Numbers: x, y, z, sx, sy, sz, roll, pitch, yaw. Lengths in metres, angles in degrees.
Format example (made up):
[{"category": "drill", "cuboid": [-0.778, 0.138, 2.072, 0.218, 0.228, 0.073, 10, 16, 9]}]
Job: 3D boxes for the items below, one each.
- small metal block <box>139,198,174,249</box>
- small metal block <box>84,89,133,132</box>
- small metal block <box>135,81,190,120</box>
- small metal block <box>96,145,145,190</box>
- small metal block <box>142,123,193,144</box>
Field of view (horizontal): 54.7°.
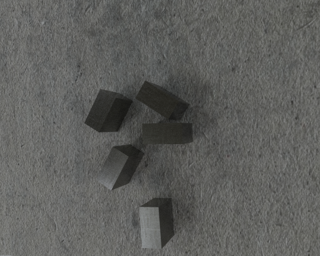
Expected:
[{"category": "small metal block", "cuboid": [-0.003, 0.120, 0.397, 0.025, 0.050, 0.050, -5, 89, 20]}, {"category": "small metal block", "cuboid": [-0.069, -0.022, 0.420, 0.025, 0.050, 0.050, 30, 100, 17]}, {"category": "small metal block", "cuboid": [0.004, -0.034, 0.394, 0.050, 0.050, 0.025, 33, 101, 17]}, {"category": "small metal block", "cuboid": [-0.052, 0.051, 0.414, 0.025, 0.050, 0.050, 31, 100, 17]}, {"category": "small metal block", "cuboid": [0.011, 0.007, 0.392, 0.050, 0.050, 0.025, -1, 90, 20]}]
